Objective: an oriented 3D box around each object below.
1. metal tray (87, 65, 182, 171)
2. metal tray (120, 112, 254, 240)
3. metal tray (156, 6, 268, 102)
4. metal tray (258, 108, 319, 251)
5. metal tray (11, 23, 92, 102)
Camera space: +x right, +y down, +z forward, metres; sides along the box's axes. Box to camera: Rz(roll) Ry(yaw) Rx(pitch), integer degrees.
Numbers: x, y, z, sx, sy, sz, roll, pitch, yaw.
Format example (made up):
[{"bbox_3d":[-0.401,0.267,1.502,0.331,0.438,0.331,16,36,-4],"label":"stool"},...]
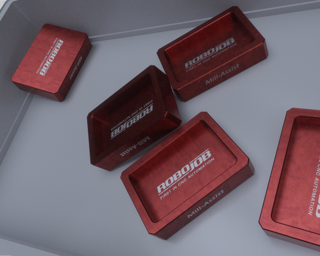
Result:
[{"bbox_3d":[-0.040,-0.012,0.410,0.130,0.030,0.090,-34,49,24],"label":"metal tray"},{"bbox_3d":[0.028,0.052,0.355,0.130,0.030,0.090,-38,51,3],"label":"metal tray"},{"bbox_3d":[0.068,-0.103,0.429,0.130,0.030,0.090,-28,52,10],"label":"metal tray"},{"bbox_3d":[0.155,0.047,0.291,0.090,0.030,0.130,9,66,32],"label":"metal tray"},{"bbox_3d":[-0.190,-0.119,0.553,0.090,0.030,0.130,17,70,10],"label":"metal tray"}]
